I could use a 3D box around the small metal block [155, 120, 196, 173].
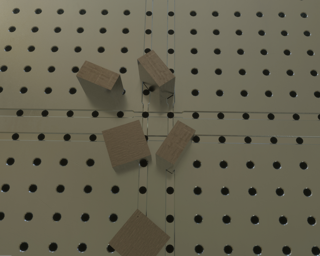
[{"bbox_3d":[0.019,0.025,0.390,0.025,0.050,0.050,31,73,11],"label":"small metal block"}]

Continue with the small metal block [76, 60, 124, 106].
[{"bbox_3d":[-0.079,-0.059,0.420,0.050,0.050,0.025,23,72,8],"label":"small metal block"}]

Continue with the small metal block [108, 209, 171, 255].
[{"bbox_3d":[-0.023,0.132,0.364,0.050,0.025,0.050,38,74,12],"label":"small metal block"}]

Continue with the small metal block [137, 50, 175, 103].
[{"bbox_3d":[-0.005,-0.069,0.424,0.025,0.050,0.050,-34,74,-11],"label":"small metal block"}]

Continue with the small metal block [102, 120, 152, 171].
[{"bbox_3d":[-0.043,0.023,0.403,0.050,0.025,0.050,-18,71,-7],"label":"small metal block"}]
